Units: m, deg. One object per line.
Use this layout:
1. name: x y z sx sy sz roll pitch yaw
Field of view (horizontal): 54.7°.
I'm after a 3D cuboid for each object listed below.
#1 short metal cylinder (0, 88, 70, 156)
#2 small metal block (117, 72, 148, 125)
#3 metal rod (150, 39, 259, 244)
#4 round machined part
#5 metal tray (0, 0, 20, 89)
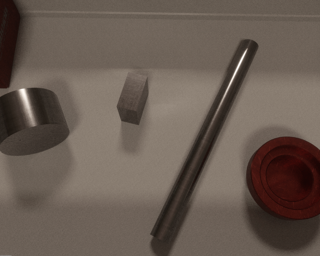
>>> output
1. short metal cylinder: -0.159 -0.006 0.381 0.080 0.080 0.050 -22 72 -8
2. small metal block: -0.035 -0.038 0.410 0.025 0.050 0.050 14 71 5
3. metal rod: 0.066 0.004 0.408 0.025 0.025 0.300 25 72 8
4. round machined part: 0.155 0.063 0.380 0.099 0.042 0.098 0 70 -1
5. metal tray: -0.228 -0.130 0.418 0.030 0.090 0.130 1 70 -4
